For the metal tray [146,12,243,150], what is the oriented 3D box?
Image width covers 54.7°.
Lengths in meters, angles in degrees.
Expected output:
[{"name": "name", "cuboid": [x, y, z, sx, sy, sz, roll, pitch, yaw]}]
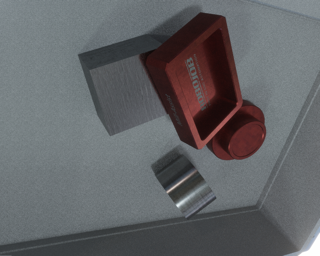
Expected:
[{"name": "metal tray", "cuboid": [0.046, -0.048, 0.348, 0.090, 0.030, 0.130, -44, 136, -19]}]

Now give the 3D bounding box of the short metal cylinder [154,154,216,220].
[{"name": "short metal cylinder", "cuboid": [0.036, 0.084, 0.447, 0.050, 0.080, 0.080, -36, 130, -4]}]

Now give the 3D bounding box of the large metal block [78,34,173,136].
[{"name": "large metal block", "cuboid": [-0.035, -0.049, 0.344, 0.081, 0.050, 0.080, -22, 127, -16]}]

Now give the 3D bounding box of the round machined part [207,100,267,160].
[{"name": "round machined part", "cuboid": [0.121, 0.009, 0.472, 0.099, 0.042, 0.097, -14, 125, -21]}]

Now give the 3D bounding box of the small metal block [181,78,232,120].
[{"name": "small metal block", "cuboid": [0.062, -0.039, 0.421, 0.050, 0.025, 0.050, 0, 118, -29]}]
